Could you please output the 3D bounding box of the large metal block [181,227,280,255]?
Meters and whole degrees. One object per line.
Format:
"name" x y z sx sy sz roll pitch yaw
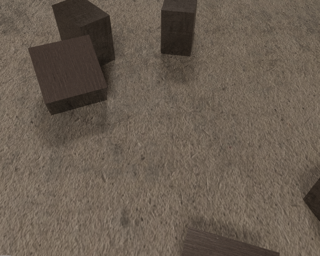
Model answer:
"large metal block" 0.053 0.143 0.267 0.080 0.050 0.080 13 51 10

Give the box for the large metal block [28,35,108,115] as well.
"large metal block" -0.124 -0.072 0.426 0.081 0.050 0.080 -18 79 -15

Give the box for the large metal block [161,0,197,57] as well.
"large metal block" 0.033 -0.179 0.518 0.050 0.080 0.080 7 50 5

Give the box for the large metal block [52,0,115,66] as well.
"large metal block" -0.119 -0.150 0.492 0.050 0.080 0.080 -34 58 -25

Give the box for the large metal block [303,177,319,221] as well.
"large metal block" 0.215 0.083 0.320 0.081 0.050 0.080 -16 52 -14
